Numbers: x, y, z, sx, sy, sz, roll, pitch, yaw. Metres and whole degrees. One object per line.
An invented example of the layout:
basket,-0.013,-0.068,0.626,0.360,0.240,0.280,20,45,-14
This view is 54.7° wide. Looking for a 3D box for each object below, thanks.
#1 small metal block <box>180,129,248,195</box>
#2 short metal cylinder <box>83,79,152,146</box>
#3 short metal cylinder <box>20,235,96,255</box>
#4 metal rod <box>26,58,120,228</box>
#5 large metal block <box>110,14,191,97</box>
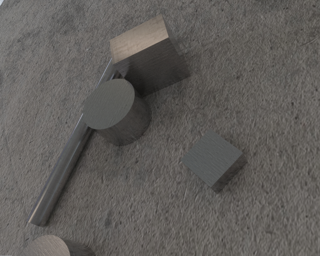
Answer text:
small metal block,0.061,0.037,0.349,0.050,0.025,0.050,-46,51,-4
short metal cylinder,-0.059,-0.022,0.432,0.080,0.050,0.080,-13,56,21
short metal cylinder,-0.117,0.166,0.347,0.080,0.050,0.080,-13,56,21
metal rod,-0.113,-0.002,0.464,0.025,0.025,0.300,9,66,32
large metal block,-0.013,-0.098,0.435,0.080,0.080,0.050,-23,54,14
